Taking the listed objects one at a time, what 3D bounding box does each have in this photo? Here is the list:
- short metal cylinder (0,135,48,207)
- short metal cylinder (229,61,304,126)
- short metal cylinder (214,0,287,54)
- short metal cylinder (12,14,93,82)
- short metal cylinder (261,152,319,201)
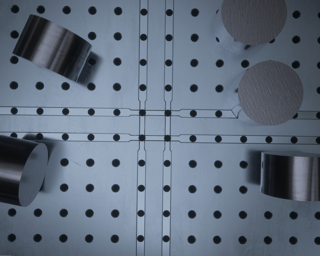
[{"bbox_3d":[-0.180,0.053,0.384,0.050,0.080,0.080,12,90,0],"label":"short metal cylinder"},{"bbox_3d":[0.135,-0.043,0.403,0.081,0.050,0.079,0,90,-1],"label":"short metal cylinder"},{"bbox_3d":[0.115,-0.141,0.402,0.081,0.050,0.079,0,90,0],"label":"short metal cylinder"},{"bbox_3d":[-0.132,-0.096,0.384,0.080,0.080,0.050,24,90,-1],"label":"short metal cylinder"},{"bbox_3d":[0.169,0.057,0.388,0.081,0.080,0.050,1,90,-1],"label":"short metal cylinder"}]
